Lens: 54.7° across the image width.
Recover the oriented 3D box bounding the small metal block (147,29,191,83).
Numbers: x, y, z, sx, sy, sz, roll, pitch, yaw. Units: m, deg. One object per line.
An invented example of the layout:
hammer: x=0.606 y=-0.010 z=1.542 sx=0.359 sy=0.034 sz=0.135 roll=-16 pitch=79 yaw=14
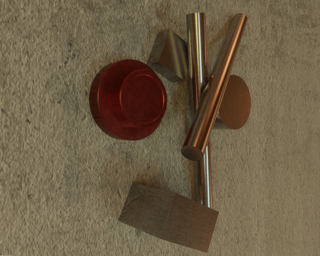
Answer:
small metal block: x=0.015 y=-0.096 z=0.419 sx=0.050 sy=0.025 sz=0.050 roll=29 pitch=72 yaw=-36

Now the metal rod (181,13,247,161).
metal rod: x=0.085 y=-0.077 z=0.426 sx=0.025 sy=0.025 sz=0.301 roll=52 pitch=44 yaw=-28

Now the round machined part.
round machined part: x=-0.030 y=-0.033 z=0.370 sx=0.099 sy=0.042 sz=0.097 roll=0 pitch=90 yaw=-40

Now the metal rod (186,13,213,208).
metal rod: x=0.057 y=-0.003 z=0.435 sx=0.025 sy=0.025 sz=0.298 roll=-14 pitch=105 yaw=-39

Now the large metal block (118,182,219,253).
large metal block: x=0.011 y=0.108 z=0.380 sx=0.080 sy=0.080 sz=0.050 roll=31 pitch=71 yaw=-36

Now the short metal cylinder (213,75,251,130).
short metal cylinder: x=0.093 y=-0.038 z=0.469 sx=0.081 sy=0.050 sz=0.079 roll=0 pitch=90 yaw=-40
